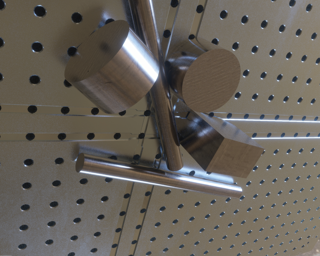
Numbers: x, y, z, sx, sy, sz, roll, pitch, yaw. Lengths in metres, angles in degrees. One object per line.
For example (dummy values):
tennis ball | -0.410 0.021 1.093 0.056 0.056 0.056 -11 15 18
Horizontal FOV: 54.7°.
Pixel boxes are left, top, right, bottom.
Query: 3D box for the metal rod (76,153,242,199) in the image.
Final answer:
metal rod | 0.019 0.079 0.470 0.302 0.025 0.025 17 110 -35

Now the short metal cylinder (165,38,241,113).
short metal cylinder | 0.051 -0.066 0.382 0.081 0.050 0.079 -14 124 -21

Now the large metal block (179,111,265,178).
large metal block | 0.083 0.022 0.435 0.081 0.080 0.050 15 111 -34

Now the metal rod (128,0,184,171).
metal rod | -0.004 -0.063 0.369 0.025 0.025 0.298 -23 127 -14

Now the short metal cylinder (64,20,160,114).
short metal cylinder | -0.048 -0.061 0.312 0.080 0.080 0.050 -43 129 1
